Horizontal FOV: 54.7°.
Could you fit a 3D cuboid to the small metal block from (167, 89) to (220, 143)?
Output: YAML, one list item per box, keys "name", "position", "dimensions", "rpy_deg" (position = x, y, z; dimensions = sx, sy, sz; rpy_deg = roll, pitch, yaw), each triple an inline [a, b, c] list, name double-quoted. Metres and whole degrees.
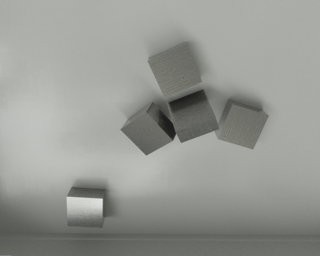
- name: "small metal block"
  position: [0.041, -0.015, 0.389]
  dimensions: [0.050, 0.050, 0.025]
  rpy_deg: [-21, 138, 7]

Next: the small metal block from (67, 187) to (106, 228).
- name: "small metal block"
  position: [-0.107, 0.116, 0.453]
  dimensions: [0.050, 0.025, 0.050]
  rpy_deg: [4, 110, -2]

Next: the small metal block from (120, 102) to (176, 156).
- name: "small metal block"
  position: [-0.014, 0.002, 0.402]
  dimensions: [0.050, 0.025, 0.050]
  rpy_deg: [-32, 109, 36]

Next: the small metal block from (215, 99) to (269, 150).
- name: "small metal block"
  position: [0.107, -0.005, 0.410]
  dimensions: [0.050, 0.025, 0.050]
  rpy_deg: [16, 109, -6]

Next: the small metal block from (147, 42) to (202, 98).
- name: "small metal block"
  position: [0.018, -0.072, 0.385]
  dimensions: [0.050, 0.025, 0.050]
  rpy_deg: [-23, 109, 8]
